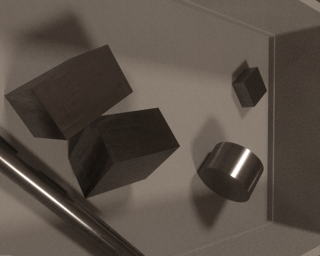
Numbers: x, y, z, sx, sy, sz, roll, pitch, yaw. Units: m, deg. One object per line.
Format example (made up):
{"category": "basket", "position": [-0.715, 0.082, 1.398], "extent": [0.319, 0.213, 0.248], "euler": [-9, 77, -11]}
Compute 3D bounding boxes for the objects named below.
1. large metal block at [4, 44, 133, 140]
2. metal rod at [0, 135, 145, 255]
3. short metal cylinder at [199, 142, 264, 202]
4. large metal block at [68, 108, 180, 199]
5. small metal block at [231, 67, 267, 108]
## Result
{"category": "large metal block", "position": [-0.088, -0.033, 0.298], "extent": [0.080, 0.080, 0.050], "euler": [-42, 116, -32]}
{"category": "metal rod", "position": [-0.111, 0.067, 0.314], "extent": [0.300, 0.025, 0.025], "euler": [51, 60, -28]}
{"category": "short metal cylinder", "position": [0.106, 0.066, 0.463], "extent": [0.050, 0.080, 0.080], "euler": [-53, 121, -27]}
{"category": "large metal block", "position": [-0.040, 0.026, 0.330], "extent": [0.081, 0.080, 0.050], "euler": [-11, 64, -40]}
{"category": "small metal block", "position": [0.157, -0.071, 0.541], "extent": [0.050, 0.025, 0.050], "euler": [-45, 118, -31]}
